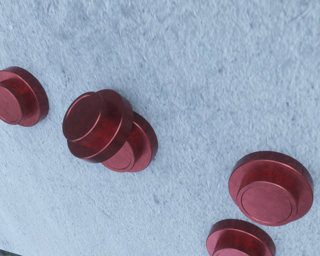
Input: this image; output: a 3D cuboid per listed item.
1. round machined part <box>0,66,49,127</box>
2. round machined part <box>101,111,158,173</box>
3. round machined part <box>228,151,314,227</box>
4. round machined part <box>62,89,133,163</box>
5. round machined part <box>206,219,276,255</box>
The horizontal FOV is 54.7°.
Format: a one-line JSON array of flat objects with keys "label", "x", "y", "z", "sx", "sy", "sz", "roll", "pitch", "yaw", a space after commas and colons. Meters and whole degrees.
[{"label": "round machined part", "x": -0.229, "y": -0.044, "z": 0.487, "sx": 0.098, "sy": 0.042, "sz": 0.097, "roll": 13, "pitch": 124, "yaw": 20}, {"label": "round machined part", "x": -0.056, "y": 0.024, "z": 0.438, "sx": 0.098, "sy": 0.042, "sz": 0.097, "roll": 13, "pitch": 124, "yaw": 20}, {"label": "round machined part", "x": 0.132, "y": 0.080, "z": 0.375, "sx": 0.098, "sy": 0.042, "sz": 0.097, "roll": 13, "pitch": 124, "yaw": 20}, {"label": "round machined part", "x": -0.085, "y": -0.008, "z": 0.396, "sx": 0.098, "sy": 0.098, "sz": 0.042, "roll": -11, "pitch": 150, "yaw": 32}, {"label": "round machined part", "x": 0.114, "y": 0.183, "z": 0.449, "sx": 0.098, "sy": 0.042, "sz": 0.097, "roll": 13, "pitch": 124, "yaw": 20}]
